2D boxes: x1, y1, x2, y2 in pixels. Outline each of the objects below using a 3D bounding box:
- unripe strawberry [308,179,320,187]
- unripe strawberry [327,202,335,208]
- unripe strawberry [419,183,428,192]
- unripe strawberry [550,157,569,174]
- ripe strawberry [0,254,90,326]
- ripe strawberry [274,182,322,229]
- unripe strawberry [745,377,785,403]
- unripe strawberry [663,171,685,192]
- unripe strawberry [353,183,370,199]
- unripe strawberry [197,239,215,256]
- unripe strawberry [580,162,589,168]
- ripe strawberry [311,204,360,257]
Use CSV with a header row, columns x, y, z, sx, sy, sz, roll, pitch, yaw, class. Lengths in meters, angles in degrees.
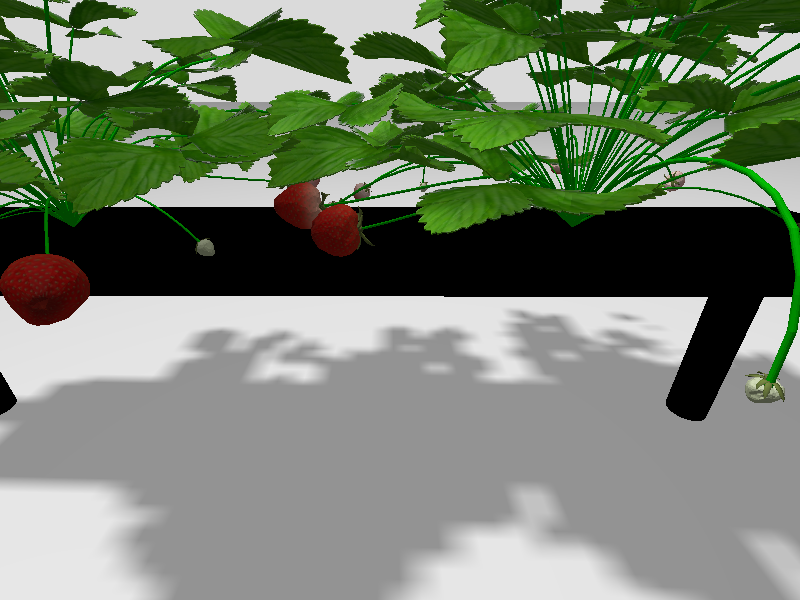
x,y,z,sx,sy,sz,roll,pitch,yaw,class
-0.111,-0.140,0.463,0.037,0.032,0.037,-17,32,-30,unripe strawberry
-0.059,-0.078,0.362,0.020,0.019,0.018,28,25,-13,unripe strawberry
0.028,-0.133,0.471,0.011,0.011,0.010,-25,37,-38,unripe strawberry
0.226,-0.188,0.566,0.027,0.024,0.024,8,-18,14,unripe strawberry
-0.184,-0.004,0.209,0.035,0.037,0.038,-18,33,-30,ripe strawberry
-0.090,-0.082,0.352,0.042,0.041,0.039,-1,28,0,ripe strawberry
0.129,0.033,0.142,0.011,0.010,0.010,3,28,5,unripe strawberry
0.326,-0.140,0.474,0.022,0.023,0.021,-2,23,-41,unripe strawberry
-0.043,-0.119,0.442,0.019,0.019,0.018,-25,11,36,unripe strawberry
-0.143,-0.038,0.295,0.013,0.013,0.012,-52,-4,37,unripe strawberry
0.245,-0.181,0.534,0.011,0.010,0.010,12,30,21,unripe strawberry
-0.047,-0.050,0.291,0.035,0.037,0.033,-10,30,-16,ripe strawberry
